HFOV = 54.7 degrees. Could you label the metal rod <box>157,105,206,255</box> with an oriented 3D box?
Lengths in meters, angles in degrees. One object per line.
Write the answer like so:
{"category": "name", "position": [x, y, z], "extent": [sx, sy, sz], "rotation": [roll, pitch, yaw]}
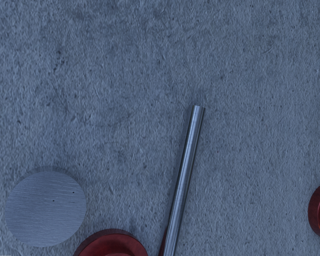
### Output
{"category": "metal rod", "position": [0.020, 0.117, 0.417], "extent": [0.025, 0.025, 0.298], "rotation": [14, 85, -20]}

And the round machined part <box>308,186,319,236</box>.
{"category": "round machined part", "position": [0.300, 0.141, 0.514], "extent": [0.099, 0.042, 0.097], "rotation": [0, 90, -21]}

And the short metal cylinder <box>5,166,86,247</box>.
{"category": "short metal cylinder", "position": [-0.127, 0.085, 0.349], "extent": [0.081, 0.050, 0.079], "rotation": [0, 90, -21]}

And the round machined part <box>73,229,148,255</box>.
{"category": "round machined part", "position": [-0.059, 0.179, 0.379], "extent": [0.099, 0.042, 0.097], "rotation": [0, 90, -21]}
